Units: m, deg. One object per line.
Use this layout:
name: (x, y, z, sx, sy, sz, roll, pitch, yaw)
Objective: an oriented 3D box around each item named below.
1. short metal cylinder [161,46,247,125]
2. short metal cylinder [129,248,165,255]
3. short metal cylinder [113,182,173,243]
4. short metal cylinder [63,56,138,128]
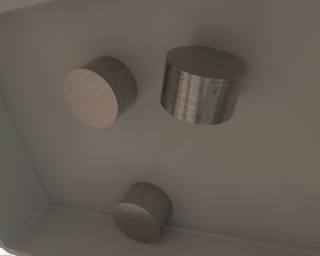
short metal cylinder: (0.043, -0.046, 0.321, 0.080, 0.080, 0.050, 20, 126, 16)
short metal cylinder: (-0.023, 0.262, 0.548, 0.080, 0.080, 0.050, 1, 119, 27)
short metal cylinder: (-0.026, 0.132, 0.487, 0.080, 0.050, 0.079, 13, 124, 20)
short metal cylinder: (-0.077, -0.047, 0.402, 0.080, 0.050, 0.079, 13, 124, 20)
